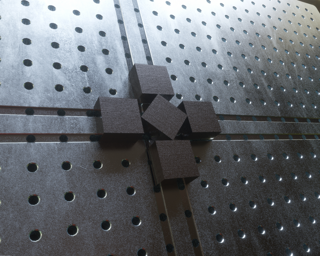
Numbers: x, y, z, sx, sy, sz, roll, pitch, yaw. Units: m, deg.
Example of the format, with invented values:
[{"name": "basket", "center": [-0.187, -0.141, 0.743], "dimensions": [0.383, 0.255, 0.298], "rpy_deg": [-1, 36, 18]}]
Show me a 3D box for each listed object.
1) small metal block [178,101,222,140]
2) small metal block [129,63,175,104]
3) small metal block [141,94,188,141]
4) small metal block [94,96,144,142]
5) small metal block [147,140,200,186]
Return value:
[{"name": "small metal block", "center": [0.055, -0.011, 0.446], "dimensions": [0.050, 0.025, 0.050], "rpy_deg": [0, 62, -29]}, {"name": "small metal block", "center": [-0.012, -0.062, 0.441], "dimensions": [0.050, 0.025, 0.050], "rpy_deg": [-1, 62, -29]}, {"name": "small metal block", "center": [0.002, -0.010, 0.416], "dimensions": [0.050, 0.025, 0.050], "rpy_deg": [36, 51, -5]}, {"name": "small metal block", "center": [-0.052, -0.010, 0.387], "dimensions": [0.050, 0.025, 0.050], "rpy_deg": [1, 61, -28]}, {"name": "small metal block", "center": [0.017, 0.043, 0.392], "dimensions": [0.050, 0.025, 0.050], "rpy_deg": [0, 62, -29]}]
